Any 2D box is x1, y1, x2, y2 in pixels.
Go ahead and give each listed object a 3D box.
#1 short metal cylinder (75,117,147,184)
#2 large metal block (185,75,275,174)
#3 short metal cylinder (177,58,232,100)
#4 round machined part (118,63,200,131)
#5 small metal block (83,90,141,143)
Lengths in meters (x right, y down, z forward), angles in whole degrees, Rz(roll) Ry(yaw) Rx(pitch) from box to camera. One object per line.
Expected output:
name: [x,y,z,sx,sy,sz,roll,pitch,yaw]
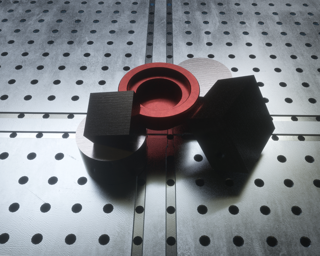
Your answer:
short metal cylinder: [-0.056,0.020,0.373,0.081,0.050,0.080,0,50,0]
large metal block: [0.086,-0.005,0.368,0.050,0.080,0.080,0,39,47]
short metal cylinder: [0.057,-0.054,0.437,0.081,0.050,0.080,0,50,0]
round machined part: [-0.001,-0.035,0.388,0.099,0.042,0.098,0,50,0]
small metal block: [-0.051,-0.011,0.335,0.050,0.025,0.050,-2,68,14]
